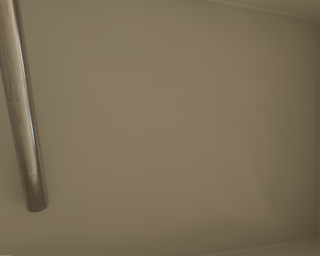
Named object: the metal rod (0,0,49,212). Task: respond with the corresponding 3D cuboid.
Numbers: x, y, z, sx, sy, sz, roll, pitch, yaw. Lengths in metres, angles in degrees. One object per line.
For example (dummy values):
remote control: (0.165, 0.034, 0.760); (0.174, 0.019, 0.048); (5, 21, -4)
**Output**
metal rod: (-0.138, -0.046, 0.298); (0.025, 0.025, 0.298); (-8, 116, -20)
